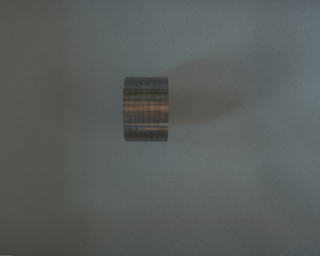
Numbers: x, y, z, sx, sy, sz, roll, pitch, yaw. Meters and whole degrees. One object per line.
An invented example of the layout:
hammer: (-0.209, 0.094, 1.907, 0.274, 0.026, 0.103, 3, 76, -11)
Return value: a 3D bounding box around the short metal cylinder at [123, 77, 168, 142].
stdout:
short metal cylinder: (-0.016, -0.023, 0.381, 0.050, 0.080, 0.079, 0, 90, 0)
